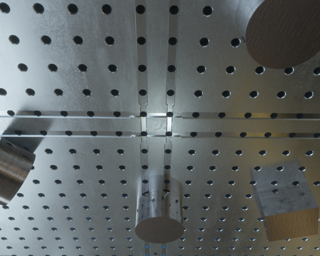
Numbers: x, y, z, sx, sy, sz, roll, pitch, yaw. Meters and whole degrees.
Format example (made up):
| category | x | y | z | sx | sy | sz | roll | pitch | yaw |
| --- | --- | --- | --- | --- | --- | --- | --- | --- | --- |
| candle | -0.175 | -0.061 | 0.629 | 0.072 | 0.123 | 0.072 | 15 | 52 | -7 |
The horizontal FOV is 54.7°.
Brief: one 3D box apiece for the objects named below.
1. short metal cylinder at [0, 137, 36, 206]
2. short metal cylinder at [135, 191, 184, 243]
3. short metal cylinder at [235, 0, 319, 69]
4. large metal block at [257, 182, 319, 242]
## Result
| category | x | y | z | sx | sy | sz | roll | pitch | yaw |
| --- | --- | --- | --- | --- | --- | --- | --- | --- | --- |
| short metal cylinder | -0.216 | 0.059 | 0.424 | 0.050 | 0.080 | 0.080 | 35 | 122 | -26 |
| short metal cylinder | -0.001 | 0.152 | 0.524 | 0.081 | 0.050 | 0.079 | 0 | 130 | 0 |
| short metal cylinder | 0.120 | -0.106 | 0.306 | 0.081 | 0.050 | 0.079 | 0 | 130 | 0 |
| large metal block | 0.213 | 0.141 | 0.518 | 0.080 | 0.050 | 0.080 | -13 | 129 | 10 |
